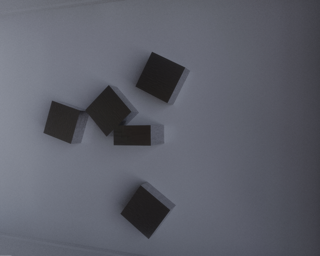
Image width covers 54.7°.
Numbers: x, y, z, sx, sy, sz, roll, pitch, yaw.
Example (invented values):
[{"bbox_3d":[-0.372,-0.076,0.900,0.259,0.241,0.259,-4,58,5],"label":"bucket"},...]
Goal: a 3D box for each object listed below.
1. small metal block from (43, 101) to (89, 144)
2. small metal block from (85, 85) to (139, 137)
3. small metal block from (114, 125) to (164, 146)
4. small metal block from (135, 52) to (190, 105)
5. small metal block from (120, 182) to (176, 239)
[{"bbox_3d":[-0.138,-0.009,0.458,0.050,0.025,0.050,19,96,18],"label":"small metal block"},{"bbox_3d":[-0.067,-0.023,0.433,0.050,0.025,0.050,-44,77,14],"label":"small metal block"},{"bbox_3d":[-0.026,0.009,0.406,0.050,0.050,0.025,0,90,19],"label":"small metal block"},{"bbox_3d":[0.004,-0.065,0.408,0.050,0.025,0.050,29,99,17],"label":"small metal block"},{"bbox_3d":[-0.016,0.109,0.415,0.050,0.025,0.050,38,102,15],"label":"small metal block"}]
